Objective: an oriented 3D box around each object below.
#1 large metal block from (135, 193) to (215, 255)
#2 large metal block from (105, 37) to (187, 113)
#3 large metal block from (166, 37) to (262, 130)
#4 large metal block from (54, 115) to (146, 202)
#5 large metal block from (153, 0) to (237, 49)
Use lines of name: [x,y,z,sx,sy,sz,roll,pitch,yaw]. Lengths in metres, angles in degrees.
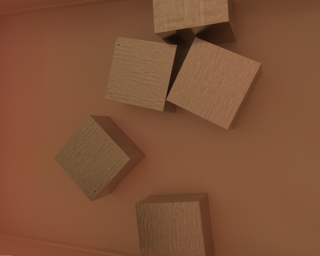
large metal block: [0.020,0.128,0.389,0.080,0.050,0.080,-7,88,19]
large metal block: [-0.017,-0.067,0.402,0.080,0.050,0.079,13,94,19]
large metal block: [0.066,-0.051,0.373,0.080,0.050,0.080,28,99,17]
large metal block: [-0.082,0.039,0.425,0.080,0.050,0.080,45,104,14]
large metal block: [0.044,-0.131,0.365,0.080,0.080,0.050,-3,89,19]
